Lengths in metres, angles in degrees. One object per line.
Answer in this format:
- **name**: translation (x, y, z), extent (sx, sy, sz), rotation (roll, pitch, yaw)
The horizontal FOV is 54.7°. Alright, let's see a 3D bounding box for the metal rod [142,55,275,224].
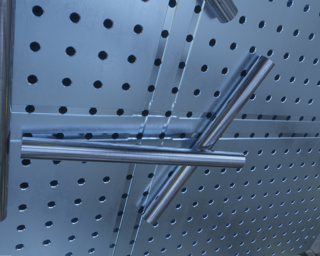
- **metal rod**: translation (0.067, 0.024, 0.464), extent (0.025, 0.025, 0.299), rotation (27, 104, -38)

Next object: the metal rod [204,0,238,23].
- **metal rod**: translation (-0.010, -0.207, 0.278), extent (0.025, 0.025, 0.301), rotation (-48, 129, 5)

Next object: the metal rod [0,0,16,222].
- **metal rod**: translation (-0.161, -0.026, 0.307), extent (0.025, 0.025, 0.298), rotation (0, 118, -29)

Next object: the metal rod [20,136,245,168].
- **metal rod**: translation (-0.016, 0.035, 0.405), extent (0.302, 0.025, 0.025), rotation (6, 116, -25)
